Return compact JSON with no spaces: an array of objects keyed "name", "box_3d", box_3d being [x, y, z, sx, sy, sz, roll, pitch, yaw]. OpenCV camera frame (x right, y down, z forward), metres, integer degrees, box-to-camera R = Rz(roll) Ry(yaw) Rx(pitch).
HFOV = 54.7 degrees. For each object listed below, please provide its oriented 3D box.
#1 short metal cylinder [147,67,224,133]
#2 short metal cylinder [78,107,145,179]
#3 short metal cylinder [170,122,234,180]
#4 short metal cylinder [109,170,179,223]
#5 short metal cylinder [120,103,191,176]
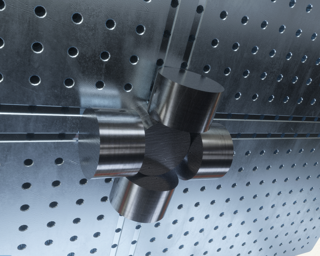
[{"name":"short metal cylinder","box_3d":[0.030,-0.035,0.369,0.081,0.080,0.050,3,117,-30]},{"name":"short metal cylinder","box_3d":[-0.058,0.017,0.354,0.050,0.080,0.079,1,118,-30]},{"name":"short metal cylinder","box_3d":[0.054,0.031,0.424,0.050,0.080,0.079,4,117,-31]},{"name":"short metal cylinder","box_3d":[-0.022,0.079,0.411,0.081,0.080,0.050,6,115,-31]},{"name":"short metal cylinder","box_3d":[-0.008,0.014,0.400,0.081,0.050,0.079,-15,125,-22]}]
